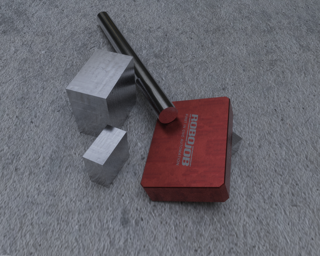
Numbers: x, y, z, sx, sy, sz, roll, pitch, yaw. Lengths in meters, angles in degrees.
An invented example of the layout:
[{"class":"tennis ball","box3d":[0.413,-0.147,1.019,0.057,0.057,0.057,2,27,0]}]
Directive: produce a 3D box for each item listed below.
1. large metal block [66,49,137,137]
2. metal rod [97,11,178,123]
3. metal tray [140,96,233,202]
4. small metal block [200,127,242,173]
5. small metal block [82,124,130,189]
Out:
[{"class":"large metal block","box3d":[-0.071,-0.042,0.402,0.050,0.080,0.080,15,52,12]},{"class":"metal rod","box3d":[-0.047,-0.109,0.472,0.025,0.025,0.300,-18,46,-15]},{"class":"metal tray","box3d":[0.037,0.021,0.365,0.090,0.030,0.130,-4,48,20]},{"class":"small metal block","box3d":[0.065,0.020,0.387,0.050,0.025,0.050,-36,59,-27]},{"class":"small metal block","box3d":[-0.060,0.033,0.358,0.025,0.050,0.050,20,53,16]}]
